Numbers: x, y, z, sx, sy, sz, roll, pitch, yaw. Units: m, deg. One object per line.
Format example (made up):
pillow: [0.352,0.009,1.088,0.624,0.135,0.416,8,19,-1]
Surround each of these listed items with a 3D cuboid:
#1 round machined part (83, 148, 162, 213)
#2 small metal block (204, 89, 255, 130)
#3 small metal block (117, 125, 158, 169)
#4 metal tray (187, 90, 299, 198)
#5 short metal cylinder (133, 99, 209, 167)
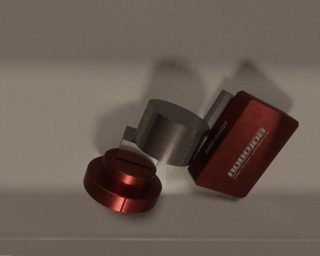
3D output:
round machined part: [-0.043,0.060,0.394,0.099,0.098,0.042,19,109,-7]
small metal block: [0.092,-0.015,0.407,0.050,0.025,0.050,27,108,-10]
small metal block: [-0.026,0.024,0.407,0.050,0.050,0.025,19,109,-7]
metal tray: [0.107,0.026,0.406,0.091,0.030,0.129,21,110,-27]
short metal cylinder: [0.014,0.004,0.384,0.080,0.080,0.050,22,109,-8]
